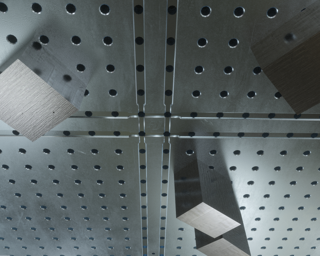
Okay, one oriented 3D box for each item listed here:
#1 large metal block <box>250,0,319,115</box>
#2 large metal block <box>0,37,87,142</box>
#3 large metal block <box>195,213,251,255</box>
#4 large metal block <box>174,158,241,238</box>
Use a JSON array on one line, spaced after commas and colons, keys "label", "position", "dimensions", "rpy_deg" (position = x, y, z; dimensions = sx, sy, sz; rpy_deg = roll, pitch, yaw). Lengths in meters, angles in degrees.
[{"label": "large metal block", "position": [0.160, -0.073, 0.335], "dimensions": [0.080, 0.050, 0.080], "rpy_deg": [-35, 123, 25]}, {"label": "large metal block", "position": [-0.147, -0.041, 0.358], "dimensions": [0.080, 0.050, 0.080], "rpy_deg": [-30, 124, 23]}, {"label": "large metal block", "position": [0.103, 0.175, 0.526], "dimensions": [0.050, 0.080, 0.080], "rpy_deg": [-35, 122, 26]}, {"label": "large metal block", "position": [0.069, 0.106, 0.467], "dimensions": [0.080, 0.080, 0.050], "rpy_deg": [35, 122, -26]}]
